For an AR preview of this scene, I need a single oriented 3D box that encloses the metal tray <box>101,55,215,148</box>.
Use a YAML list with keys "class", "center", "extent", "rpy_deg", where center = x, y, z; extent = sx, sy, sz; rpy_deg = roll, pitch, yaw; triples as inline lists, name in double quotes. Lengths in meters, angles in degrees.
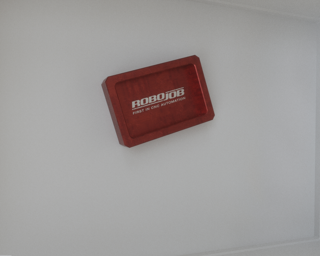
- class: "metal tray"
  center: [0.000, -0.036, 0.407]
  extent: [0.131, 0.030, 0.090]
  rpy_deg: [-18, 96, -19]
